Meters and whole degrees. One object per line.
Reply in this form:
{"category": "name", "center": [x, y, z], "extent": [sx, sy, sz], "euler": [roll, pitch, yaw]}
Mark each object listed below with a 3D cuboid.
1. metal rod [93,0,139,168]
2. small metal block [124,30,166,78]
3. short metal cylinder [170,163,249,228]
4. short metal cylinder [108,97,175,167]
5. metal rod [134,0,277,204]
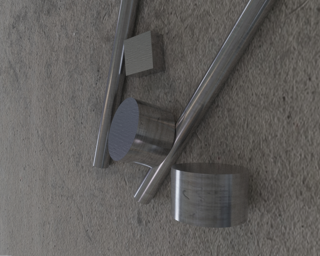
{"category": "metal rod", "center": [-0.062, -0.086, 0.456], "extent": [0.025, 0.025, 0.298], "euler": [19, 102, 38]}
{"category": "small metal block", "center": [-0.022, -0.099, 0.423], "extent": [0.050, 0.025, 0.050], "euler": [-7, 86, 39]}
{"category": "short metal cylinder", "center": [0.052, 0.067, 0.326], "extent": [0.080, 0.081, 0.050], "euler": [2, 92, 40]}
{"category": "short metal cylinder", "center": [-0.025, 0.007, 0.391], "extent": [0.080, 0.050, 0.080], "euler": [-32, 50, 49]}
{"category": "metal rod", "center": [0.044, -0.024, 0.368], "extent": [0.025, 0.025, 0.298], "euler": [44, 116, 31]}
